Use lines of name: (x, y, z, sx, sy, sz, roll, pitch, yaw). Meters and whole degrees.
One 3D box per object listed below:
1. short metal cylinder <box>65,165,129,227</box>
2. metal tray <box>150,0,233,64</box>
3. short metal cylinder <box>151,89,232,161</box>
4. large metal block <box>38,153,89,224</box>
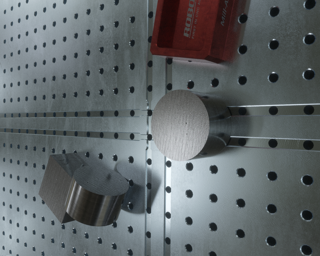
short metal cylinder: (-0.091, 0.096, 0.449, 0.080, 0.081, 0.050, 32, 110, 35)
metal tray: (0.040, -0.148, 0.373, 0.090, 0.030, 0.129, 16, 100, 38)
short metal cylinder: (0.036, -0.003, 0.363, 0.080, 0.050, 0.079, 0, 90, 40)
large metal block: (-0.152, 0.098, 0.519, 0.080, 0.050, 0.079, 35, 112, 34)
